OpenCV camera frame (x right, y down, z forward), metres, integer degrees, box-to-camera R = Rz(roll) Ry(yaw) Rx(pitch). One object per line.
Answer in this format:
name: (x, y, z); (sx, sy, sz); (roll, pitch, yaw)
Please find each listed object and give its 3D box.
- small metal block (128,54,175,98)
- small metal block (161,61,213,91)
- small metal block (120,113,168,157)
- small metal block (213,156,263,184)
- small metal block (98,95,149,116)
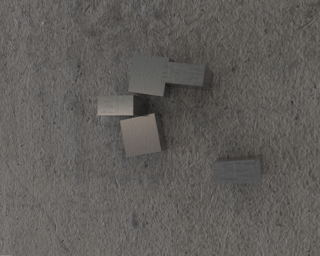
small metal block: (-0.011, -0.069, 0.413); (0.050, 0.025, 0.050); (10, 93, 19)
small metal block: (0.035, -0.063, 0.383); (0.050, 0.050, 0.025); (9, 93, 20)
small metal block: (-0.022, 0.010, 0.416); (0.050, 0.025, 0.050); (-11, 87, 19)
small metal block: (0.093, 0.048, 0.363); (0.050, 0.050, 0.025); (-6, 88, 20)
small metal block: (-0.048, -0.028, 0.413); (0.050, 0.050, 0.025); (1, 90, 20)
